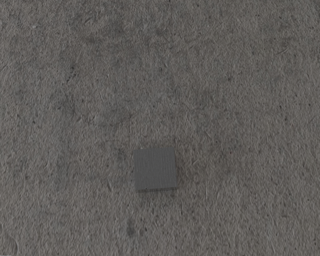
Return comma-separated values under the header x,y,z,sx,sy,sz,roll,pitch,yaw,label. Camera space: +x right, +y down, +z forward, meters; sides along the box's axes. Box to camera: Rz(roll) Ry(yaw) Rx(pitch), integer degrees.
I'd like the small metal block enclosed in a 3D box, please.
x,y,z,sx,sy,sz,roll,pitch,yaw,label
-0.006,0.053,0.389,0.050,0.025,0.050,-4,70,-2,small metal block
